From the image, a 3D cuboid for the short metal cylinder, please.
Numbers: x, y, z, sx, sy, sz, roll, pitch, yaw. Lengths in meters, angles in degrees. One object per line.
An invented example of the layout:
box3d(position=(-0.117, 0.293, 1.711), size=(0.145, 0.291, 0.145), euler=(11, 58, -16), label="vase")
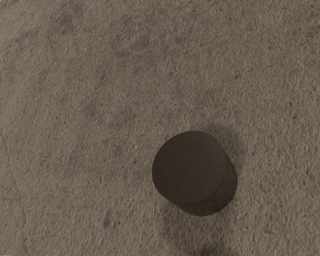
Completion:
box3d(position=(0.038, 0.050, 0.336), size=(0.080, 0.050, 0.080), euler=(-13, 56, 20), label="short metal cylinder")
